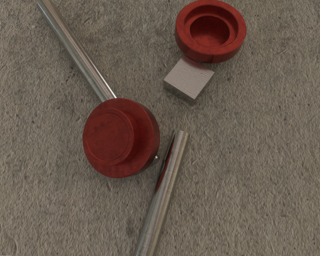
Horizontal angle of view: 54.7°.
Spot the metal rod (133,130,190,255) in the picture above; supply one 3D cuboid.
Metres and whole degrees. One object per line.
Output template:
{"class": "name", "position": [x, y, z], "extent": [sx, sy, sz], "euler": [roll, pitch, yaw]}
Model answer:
{"class": "metal rod", "position": [-0.017, 0.142, 0.356], "extent": [0.025, 0.025, 0.299], "euler": [16, 71, 6]}

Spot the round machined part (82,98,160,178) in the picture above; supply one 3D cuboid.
{"class": "round machined part", "position": [-0.053, 0.012, 0.374], "extent": [0.098, 0.042, 0.097], "euler": [-2, 85, 21]}

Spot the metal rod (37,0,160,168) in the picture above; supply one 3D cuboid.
{"class": "metal rod", "position": [-0.094, -0.072, 0.433], "extent": [0.025, 0.025, 0.299], "euler": [-32, 73, -11]}

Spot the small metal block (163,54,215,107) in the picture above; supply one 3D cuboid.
{"class": "small metal block", "position": [0.040, -0.066, 0.433], "extent": [0.050, 0.025, 0.050], "euler": [34, 73, 11]}

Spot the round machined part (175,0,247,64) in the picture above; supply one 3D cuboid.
{"class": "round machined part", "position": [0.070, -0.133, 0.446], "extent": [0.099, 0.042, 0.098], "euler": [1, 67, -2]}
